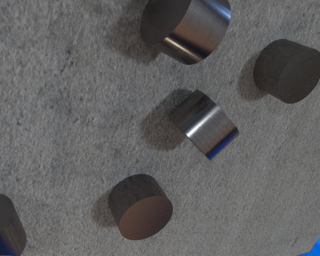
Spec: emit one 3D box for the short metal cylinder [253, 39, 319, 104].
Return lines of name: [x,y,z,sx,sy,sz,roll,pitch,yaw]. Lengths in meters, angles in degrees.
short metal cylinder: [0.182,-0.081,0.443,0.081,0.050,0.079,-14,125,-21]

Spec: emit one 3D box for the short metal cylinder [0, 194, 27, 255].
short metal cylinder: [-0.195,0.118,0.338,0.081,0.080,0.050,-16,125,-20]

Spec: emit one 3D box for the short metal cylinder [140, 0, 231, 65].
short metal cylinder: [0.024,-0.112,0.317,0.050,0.080,0.080,20,107,-36]

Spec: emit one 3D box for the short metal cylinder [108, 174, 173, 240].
short metal cylinder: [-0.029,0.114,0.447,0.081,0.050,0.079,-14,125,-21]

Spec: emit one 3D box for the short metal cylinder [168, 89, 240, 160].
short metal cylinder: [0.056,-0.004,0.401,0.050,0.080,0.080,-43,130,1]
